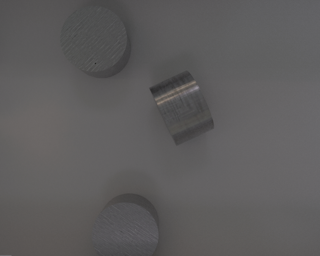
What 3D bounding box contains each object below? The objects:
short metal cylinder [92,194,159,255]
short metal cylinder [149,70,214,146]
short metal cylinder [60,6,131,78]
[{"bbox_3d":[-0.042,0.129,0.399,0.081,0.050,0.080,0,90,0],"label":"short metal cylinder"},{"bbox_3d":[0.026,-0.024,0.384,0.050,0.080,0.080,-25,90,0],"label":"short metal cylinder"},{"bbox_3d":[-0.080,-0.108,0.398,0.081,0.050,0.080,0,90,0],"label":"short metal cylinder"}]
